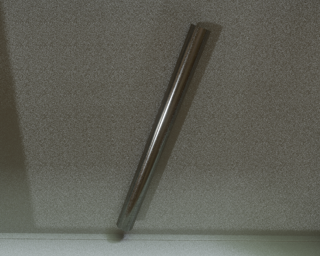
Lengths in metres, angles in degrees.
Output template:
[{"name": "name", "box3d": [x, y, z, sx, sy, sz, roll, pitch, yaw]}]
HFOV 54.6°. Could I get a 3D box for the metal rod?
[{"name": "metal rod", "box3d": [-0.002, 0.013, 0.413, 0.025, 0.025, 0.298, 19, 109, -7]}]
